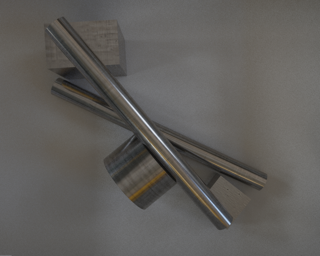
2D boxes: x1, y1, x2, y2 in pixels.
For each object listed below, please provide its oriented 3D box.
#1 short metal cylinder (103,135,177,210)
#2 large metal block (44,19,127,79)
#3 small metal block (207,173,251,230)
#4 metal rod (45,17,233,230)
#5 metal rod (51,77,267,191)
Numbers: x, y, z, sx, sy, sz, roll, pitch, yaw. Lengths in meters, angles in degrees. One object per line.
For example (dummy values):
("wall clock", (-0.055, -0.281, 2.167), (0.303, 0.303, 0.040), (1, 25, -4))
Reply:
("short metal cylinder", (-0.023, 0.052, 0.381), (0.050, 0.080, 0.080), (-40, 91, 0))
("large metal block", (-0.087, -0.093, 0.382), (0.081, 0.080, 0.050), (-4, 90, -1))
("small metal block", (0.082, 0.096, 0.411), (0.050, 0.025, 0.050), (38, 90, -1))
("metal rod", (-0.014, 0.005, 0.352), (0.025, 0.025, 0.300), (-40, 103, 0))
("metal rod", (0.000, 0.008, 0.410), (0.301, 0.025, 0.025), (25, 90, -1))
